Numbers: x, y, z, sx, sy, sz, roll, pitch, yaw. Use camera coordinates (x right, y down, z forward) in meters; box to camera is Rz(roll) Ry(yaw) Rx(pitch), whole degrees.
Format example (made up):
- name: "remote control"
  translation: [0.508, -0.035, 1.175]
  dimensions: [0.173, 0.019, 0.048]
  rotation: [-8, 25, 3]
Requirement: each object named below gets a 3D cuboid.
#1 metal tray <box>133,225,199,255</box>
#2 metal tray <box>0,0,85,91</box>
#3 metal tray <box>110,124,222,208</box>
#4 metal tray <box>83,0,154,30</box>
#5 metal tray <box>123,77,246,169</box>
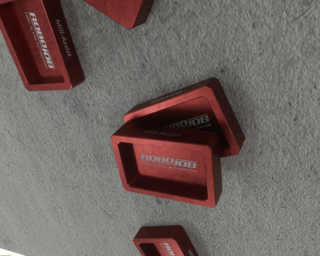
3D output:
- name: "metal tray"
  translation: [0.022, 0.228, 0.532]
  dimensions: [0.090, 0.030, 0.130]
  rotation: [-15, 111, 34]
- name: "metal tray"
  translation: [-0.163, -0.116, 0.417]
  dimensions: [0.090, 0.030, 0.129]
  rotation: [1, 119, 27]
- name: "metal tray"
  translation: [0.008, 0.045, 0.387]
  dimensions: [0.130, 0.030, 0.089]
  rotation: [5, 121, 25]
- name: "metal tray"
  translation: [-0.061, -0.178, 0.326]
  dimensions: [0.130, 0.030, 0.089]
  rotation: [34, 129, 5]
- name: "metal tray"
  translation: [0.028, 0.000, 0.388]
  dimensions: [0.130, 0.030, 0.090]
  rotation: [-17, 110, 34]
